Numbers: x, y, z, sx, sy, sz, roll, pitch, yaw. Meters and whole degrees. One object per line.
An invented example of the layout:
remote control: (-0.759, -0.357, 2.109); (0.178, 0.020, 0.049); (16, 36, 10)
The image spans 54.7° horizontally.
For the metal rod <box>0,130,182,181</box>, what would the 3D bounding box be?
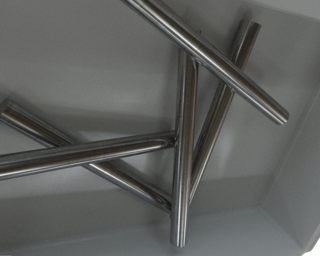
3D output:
metal rod: (-0.098, 0.031, 0.339); (0.302, 0.025, 0.025); (-8, 123, -37)

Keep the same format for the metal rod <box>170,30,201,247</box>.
metal rod: (0.031, 0.027, 0.407); (0.025, 0.025, 0.298); (-8, 111, -25)

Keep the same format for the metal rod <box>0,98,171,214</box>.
metal rod: (-0.068, 0.054, 0.404); (0.025, 0.025, 0.301); (-47, 129, 5)

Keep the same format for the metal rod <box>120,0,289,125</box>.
metal rod: (0.066, -0.075, 0.359); (0.301, 0.025, 0.025); (29, 102, -35)

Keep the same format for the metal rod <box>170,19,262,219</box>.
metal rod: (0.071, 0.003, 0.432); (0.025, 0.025, 0.298); (8, 110, -32)
